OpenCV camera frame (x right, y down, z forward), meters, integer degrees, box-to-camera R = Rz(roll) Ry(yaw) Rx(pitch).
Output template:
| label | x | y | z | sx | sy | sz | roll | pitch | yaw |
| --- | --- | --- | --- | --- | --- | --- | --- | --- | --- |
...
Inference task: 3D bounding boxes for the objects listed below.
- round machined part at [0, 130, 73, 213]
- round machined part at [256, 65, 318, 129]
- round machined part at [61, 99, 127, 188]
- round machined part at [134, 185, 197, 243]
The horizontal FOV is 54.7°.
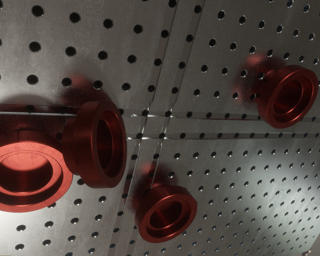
| label | x | y | z | sx | sy | sz | roll | pitch | yaw |
| --- | --- | --- | --- | --- | --- | --- | --- | --- | --- |
| round machined part | -0.149 | 0.043 | 0.342 | 0.099 | 0.042 | 0.097 | -12 | 126 | -16 |
| round machined part | 0.189 | -0.051 | 0.475 | 0.099 | 0.042 | 0.097 | -14 | 125 | -21 |
| round machined part | -0.074 | 0.018 | 0.348 | 0.042 | 0.098 | 0.097 | -5 | 128 | 14 |
| round machined part | 0.006 | 0.129 | 0.485 | 0.099 | 0.042 | 0.097 | -14 | 125 | -21 |
